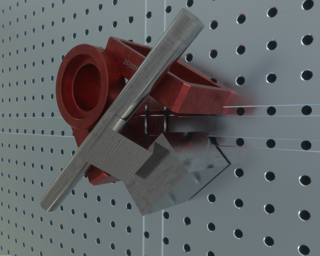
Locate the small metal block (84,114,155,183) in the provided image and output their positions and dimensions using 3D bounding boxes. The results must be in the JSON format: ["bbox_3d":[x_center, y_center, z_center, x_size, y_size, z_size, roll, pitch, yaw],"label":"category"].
[{"bbox_3d":[-0.041,0.022,0.318,0.050,0.050,0.025,-50,16,28],"label":"small metal block"}]

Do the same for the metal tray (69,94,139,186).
[{"bbox_3d":[-0.070,0.007,0.422,0.030,0.091,0.130,-36,68,34],"label":"metal tray"}]

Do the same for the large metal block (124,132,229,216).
[{"bbox_3d":[0.017,0.049,0.353,0.080,0.081,0.050,-49,62,29],"label":"large metal block"}]

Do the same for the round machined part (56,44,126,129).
[{"bbox_3d":[-0.079,-0.048,0.371,0.098,0.042,0.097,0,90,39],"label":"round machined part"}]

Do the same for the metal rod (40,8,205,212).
[{"bbox_3d":[-0.059,0.002,0.338,0.299,0.025,0.025,-48,62,29],"label":"metal rod"}]

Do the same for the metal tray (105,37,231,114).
[{"bbox_3d":[0.006,-0.061,0.359,0.130,0.091,0.030,38,114,33],"label":"metal tray"}]
